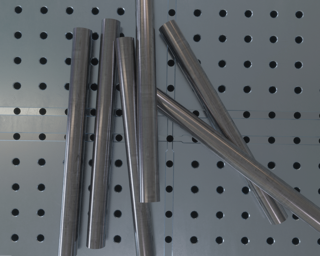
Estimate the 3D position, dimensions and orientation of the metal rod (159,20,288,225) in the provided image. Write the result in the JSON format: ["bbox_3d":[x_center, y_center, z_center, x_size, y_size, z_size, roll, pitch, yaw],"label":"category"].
[{"bbox_3d":[0.084,-0.007,0.413,0.025,0.025,0.299,-30,90,0],"label":"metal rod"}]

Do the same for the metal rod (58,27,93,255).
[{"bbox_3d":[-0.113,0.019,0.412,0.025,0.025,0.298,4,90,0],"label":"metal rod"}]

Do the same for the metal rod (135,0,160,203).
[{"bbox_3d":[-0.017,-0.061,0.388,0.025,0.025,0.299,-2,80,0],"label":"metal rod"}]

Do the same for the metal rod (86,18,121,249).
[{"bbox_3d":[-0.075,0.007,0.412,0.025,0.025,0.298,4,90,0],"label":"metal rod"}]

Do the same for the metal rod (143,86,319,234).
[{"bbox_3d":[0.097,0.038,0.390,0.300,0.025,0.025,38,90,9],"label":"metal rod"}]

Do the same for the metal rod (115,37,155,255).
[{"bbox_3d":[-0.032,0.034,0.406,0.025,0.025,0.298,-5,93,0],"label":"metal rod"}]
